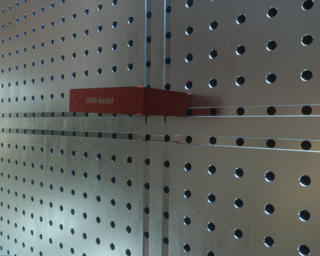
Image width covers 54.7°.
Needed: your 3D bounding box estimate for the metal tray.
[{"bbox_3d":[-0.042,-0.033,0.399,0.130,0.091,0.030,4,93,39],"label":"metal tray"}]
